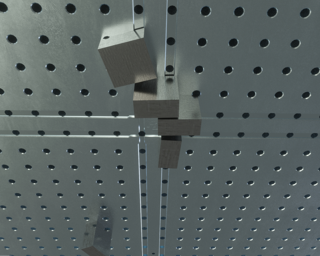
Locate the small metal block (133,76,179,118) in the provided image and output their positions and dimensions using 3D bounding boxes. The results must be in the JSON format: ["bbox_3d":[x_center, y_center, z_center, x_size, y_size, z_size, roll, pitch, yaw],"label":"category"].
[{"bbox_3d":[-0.004,-0.037,0.364,0.050,0.050,0.025,-1,130,0],"label":"small metal block"}]

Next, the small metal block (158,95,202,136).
[{"bbox_3d":[0.023,-0.017,0.382,0.050,0.050,0.025,0,130,0],"label":"small metal block"}]

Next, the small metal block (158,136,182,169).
[{"bbox_3d":[0.012,0.018,0.411,0.025,0.050,0.050,3,130,-3],"label":"small metal block"}]

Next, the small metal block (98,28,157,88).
[{"bbox_3d":[-0.035,-0.077,0.345,0.050,0.025,0.050,-12,130,9],"label":"small metal block"}]

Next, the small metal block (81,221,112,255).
[{"bbox_3d":[-0.116,0.209,0.571,0.025,0.050,0.050,-22,127,17],"label":"small metal block"}]
